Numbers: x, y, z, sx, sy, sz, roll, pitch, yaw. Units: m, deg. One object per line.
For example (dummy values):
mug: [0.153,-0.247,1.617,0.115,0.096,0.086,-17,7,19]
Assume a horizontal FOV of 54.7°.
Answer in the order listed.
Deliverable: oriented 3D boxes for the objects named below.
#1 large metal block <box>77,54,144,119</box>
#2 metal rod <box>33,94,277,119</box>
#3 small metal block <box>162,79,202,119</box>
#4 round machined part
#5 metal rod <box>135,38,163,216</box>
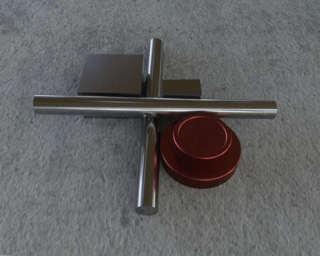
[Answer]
large metal block: [-0.064,-0.059,0.436,0.081,0.050,0.080,1,50,0]
metal rod: [-0.002,-0.026,0.394,0.302,0.025,0.025,1,50,-5]
small metal block: [0.028,-0.039,0.422,0.050,0.050,0.025,-1,50,-1]
round machined part: [0.049,0.021,0.376,0.099,0.042,0.098,0,50,0]
metal rod: [-0.011,-0.026,0.427,0.025,0.025,0.300,1,50,1]
